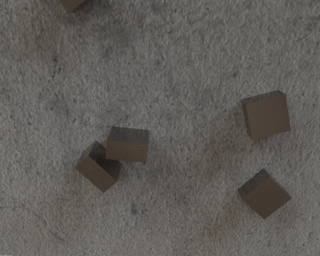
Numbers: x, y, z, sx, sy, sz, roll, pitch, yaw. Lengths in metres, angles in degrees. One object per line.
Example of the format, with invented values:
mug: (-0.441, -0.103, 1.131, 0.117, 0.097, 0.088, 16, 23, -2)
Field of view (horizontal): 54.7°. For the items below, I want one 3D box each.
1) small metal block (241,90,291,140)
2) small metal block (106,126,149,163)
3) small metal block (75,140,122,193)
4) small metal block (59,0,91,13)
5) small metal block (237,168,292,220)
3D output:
small metal block: (0.138, -0.017, 0.405, 0.050, 0.025, 0.050, -15, 110, 5)
small metal block: (-0.041, 0.021, 0.404, 0.050, 0.050, 0.025, 6, 110, -3)
small metal block: (-0.081, 0.050, 0.414, 0.025, 0.050, 0.050, -41, 106, 13)
small metal block: (-0.096, -0.166, 0.347, 0.050, 0.025, 0.050, -32, 107, 10)
small metal block: (0.150, 0.095, 0.447, 0.050, 0.025, 0.050, 42, 104, -14)
